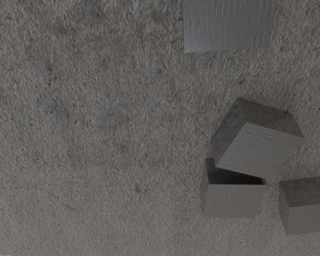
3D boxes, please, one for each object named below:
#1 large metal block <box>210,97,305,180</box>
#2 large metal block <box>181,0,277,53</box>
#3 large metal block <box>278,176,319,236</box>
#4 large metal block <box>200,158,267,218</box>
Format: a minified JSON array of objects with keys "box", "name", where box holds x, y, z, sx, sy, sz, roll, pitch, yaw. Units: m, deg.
[{"box":[0.123,0.016,0.405,0.081,0.050,0.079,15,129,-13],"name":"large metal block"},{"box":[0.061,-0.121,0.288,0.080,0.050,0.080,-3,130,2],"name":"large metal block"},{"box":[0.240,0.126,0.500,0.080,0.050,0.080,-9,130,7],"name":"large metal block"},{"box":[0.107,0.092,0.470,0.081,0.050,0.079,1,130,-1],"name":"large metal block"}]
